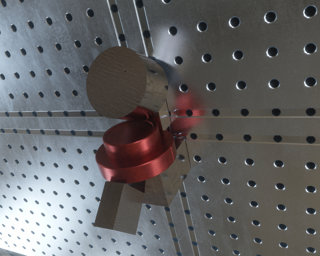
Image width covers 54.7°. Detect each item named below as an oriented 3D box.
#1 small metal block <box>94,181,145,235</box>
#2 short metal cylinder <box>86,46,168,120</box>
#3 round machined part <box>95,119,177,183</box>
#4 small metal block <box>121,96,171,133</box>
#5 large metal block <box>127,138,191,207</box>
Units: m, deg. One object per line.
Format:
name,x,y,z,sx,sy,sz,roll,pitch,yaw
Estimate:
small metal block,-0.045,0.093,0.358,0.025,0.050,0.050,1,157,27
short metal cylinder,-0.038,-0.049,0.361,0.080,0.050,0.080,-1,88,27
round machined part,-0.032,0.021,0.379,0.098,0.098,0.042,1,119,27
small metal block,-0.018,-0.022,0.404,0.050,0.025,0.050,1,119,27
large metal block,-0.014,0.054,0.414,0.080,0.080,0.050,1,119,27
